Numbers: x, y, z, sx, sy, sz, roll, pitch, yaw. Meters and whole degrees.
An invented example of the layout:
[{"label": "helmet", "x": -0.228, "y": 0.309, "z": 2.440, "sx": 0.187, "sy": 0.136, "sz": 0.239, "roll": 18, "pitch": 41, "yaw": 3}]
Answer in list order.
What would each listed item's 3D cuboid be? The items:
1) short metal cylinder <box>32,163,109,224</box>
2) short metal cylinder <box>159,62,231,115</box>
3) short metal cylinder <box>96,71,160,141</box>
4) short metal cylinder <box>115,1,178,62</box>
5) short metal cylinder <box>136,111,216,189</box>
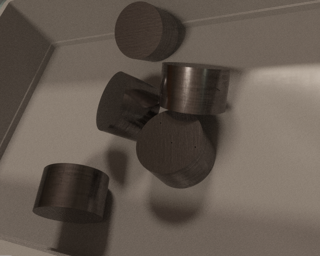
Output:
[{"label": "short metal cylinder", "x": -0.105, "y": 0.081, "z": 0.374, "sx": 0.080, "sy": 0.080, "sz": 0.050, "roll": -9, "pitch": 58, "yaw": 23}, {"label": "short metal cylinder", "x": 0.041, "y": -0.049, "z": 0.370, "sx": 0.080, "sy": 0.081, "sz": 0.050, "roll": 15, "pitch": 109, "yaw": 34}, {"label": "short metal cylinder", "x": -0.043, "y": -0.027, "z": 0.406, "sx": 0.080, "sy": 0.050, "sz": 0.080, "roll": -35, "pitch": 45, "yaw": 45}, {"label": "short metal cylinder", "x": -0.020, "y": -0.141, "z": 0.462, "sx": 0.080, "sy": 0.050, "sz": 0.079, "roll": 4, "pitch": 98, "yaw": 28}, {"label": "short metal cylinder", "x": 0.019, "y": 0.025, "z": 0.363, "sx": 0.080, "sy": 0.050, "sz": 0.080, "roll": -13, "pitch": 56, "yaw": 20}]
